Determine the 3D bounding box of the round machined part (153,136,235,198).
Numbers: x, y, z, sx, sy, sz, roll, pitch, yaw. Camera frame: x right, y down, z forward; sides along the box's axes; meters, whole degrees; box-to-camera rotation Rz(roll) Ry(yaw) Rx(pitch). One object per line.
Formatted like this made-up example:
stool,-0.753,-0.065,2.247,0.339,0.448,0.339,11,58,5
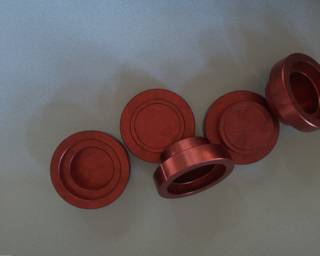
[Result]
round machined part,0.038,0.046,0.383,0.098,0.098,0.042,-21,59,0

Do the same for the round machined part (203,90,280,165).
round machined part,0.108,0.000,0.404,0.099,0.042,0.097,0,90,0

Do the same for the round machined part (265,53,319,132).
round machined part,0.172,-0.041,0.389,0.099,0.042,0.098,10,69,-27

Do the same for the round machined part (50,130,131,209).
round machined part,-0.086,0.051,0.402,0.099,0.042,0.097,0,90,0

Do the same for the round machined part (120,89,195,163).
round machined part,-0.003,-0.003,0.403,0.099,0.042,0.097,0,90,0
